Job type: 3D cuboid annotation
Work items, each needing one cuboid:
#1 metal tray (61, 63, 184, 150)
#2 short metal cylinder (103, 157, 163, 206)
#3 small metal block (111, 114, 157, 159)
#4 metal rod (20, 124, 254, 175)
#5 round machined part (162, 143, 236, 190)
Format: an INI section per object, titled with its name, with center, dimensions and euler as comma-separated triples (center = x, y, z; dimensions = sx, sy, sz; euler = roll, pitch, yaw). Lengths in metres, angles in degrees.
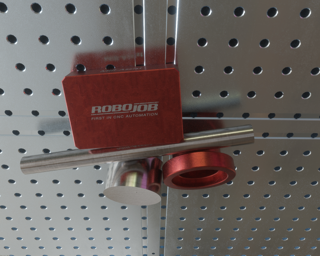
[metal tray]
center = -0.040, -0.025, 0.368
dimensions = 0.131, 0.030, 0.089
euler = -4, 112, 2
[short metal cylinder]
center = -0.036, 0.074, 0.442
dimensions = 0.080, 0.050, 0.080
euler = 4, 149, 3
[small metal block]
center = -0.036, 0.013, 0.433
dimensions = 0.050, 0.025, 0.050
euler = 14, 129, -12
[metal rod]
center = -0.033, 0.029, 0.402
dimensions = 0.302, 0.025, 0.025
euler = -8, 130, 6
[round machined part]
center = 0.052, 0.051, 0.429
dimensions = 0.099, 0.042, 0.098
euler = -4, 152, -2
